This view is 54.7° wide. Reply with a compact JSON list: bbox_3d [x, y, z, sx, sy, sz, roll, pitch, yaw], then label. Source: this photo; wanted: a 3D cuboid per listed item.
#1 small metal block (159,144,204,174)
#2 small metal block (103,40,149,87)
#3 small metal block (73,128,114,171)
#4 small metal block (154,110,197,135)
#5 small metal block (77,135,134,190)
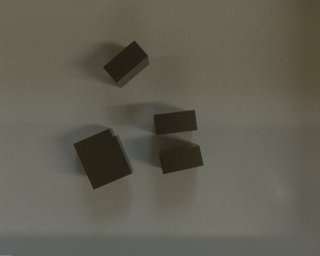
[{"bbox_3d":[0.026,0.038,0.399,0.050,0.050,0.025,-12,90,0],"label":"small metal block"},{"bbox_3d":[-0.042,-0.080,0.398,0.050,0.050,0.025,-41,90,0],"label":"small metal block"},{"bbox_3d":[-0.078,0.033,0.410,0.050,0.025,0.050,-23,90,-1],"label":"small metal block"},{"bbox_3d":[0.019,-0.007,0.399,0.050,0.050,0.025,-7,90,0],"label":"small metal block"},{"bbox_3d":[-0.067,0.042,0.386,0.050,0.025,0.050,-23,91,-1],"label":"small metal block"}]
